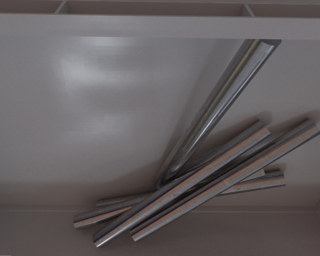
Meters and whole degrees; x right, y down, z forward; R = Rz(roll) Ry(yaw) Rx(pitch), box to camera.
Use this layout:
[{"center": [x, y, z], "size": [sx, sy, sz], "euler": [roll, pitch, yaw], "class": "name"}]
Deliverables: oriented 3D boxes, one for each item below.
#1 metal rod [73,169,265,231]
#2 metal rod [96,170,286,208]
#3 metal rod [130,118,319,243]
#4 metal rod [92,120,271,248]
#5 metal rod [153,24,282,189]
[{"center": [0.009, 0.106, 0.478], "size": [0.301, 0.025, 0.025], "euler": [-18, 128, 7], "class": "metal rod"}, {"center": [0.043, 0.106, 0.498], "size": [0.301, 0.025, 0.025], "euler": [-11, 129, 9], "class": "metal rod"}, {"center": [0.083, 0.080, 0.440], "size": [0.300, 0.025, 0.025], "euler": [-34, 123, 12], "class": "metal rod"}, {"center": [0.023, 0.086, 0.443], "size": [0.300, 0.025, 0.025], "euler": [-37, 122, 13], "class": "metal rod"}, {"center": [0.043, 0.006, 0.364], "size": [0.025, 0.025, 0.298], "euler": [13, 144, -11], "class": "metal rod"}]
